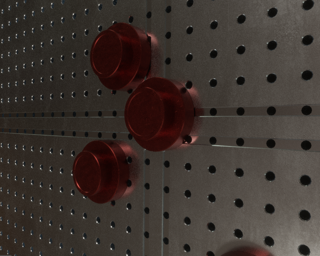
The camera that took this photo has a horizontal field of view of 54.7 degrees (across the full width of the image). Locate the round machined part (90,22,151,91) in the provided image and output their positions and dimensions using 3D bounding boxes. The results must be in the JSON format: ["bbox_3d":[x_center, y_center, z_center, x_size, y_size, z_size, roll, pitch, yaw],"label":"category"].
[{"bbox_3d":[-0.064,-0.104,0.448,0.098,0.042,0.097,0,90,39],"label":"round machined part"}]

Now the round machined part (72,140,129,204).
[{"bbox_3d":[-0.097,0.067,0.476,0.098,0.042,0.097,0,90,39],"label":"round machined part"}]

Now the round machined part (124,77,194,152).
[{"bbox_3d":[-0.008,-0.018,0.403,0.098,0.042,0.097,0,90,39],"label":"round machined part"}]

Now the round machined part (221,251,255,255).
[{"bbox_3d":[0.084,0.187,0.328,0.098,0.042,0.097,0,90,39],"label":"round machined part"}]
